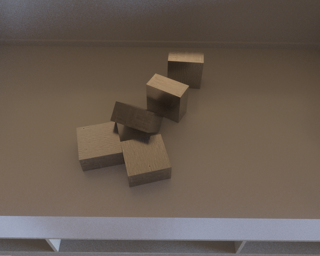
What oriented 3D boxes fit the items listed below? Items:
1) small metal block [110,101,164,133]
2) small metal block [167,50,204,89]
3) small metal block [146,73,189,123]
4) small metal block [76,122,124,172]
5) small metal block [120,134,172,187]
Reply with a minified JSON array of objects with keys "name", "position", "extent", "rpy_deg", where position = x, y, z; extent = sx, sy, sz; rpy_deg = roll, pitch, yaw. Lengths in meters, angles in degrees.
[{"name":"small metal block","position":[-0.028,-0.013,0.397],"extent":[0.050,0.050,0.025],"rpy_deg":[18,94,14]},{"name":"small metal block","position":[0.037,-0.087,0.462],"extent":[0.050,0.050,0.025],"rpy_deg":[4,50,3]},{"name":"small metal block","position":[0.010,-0.040,0.423],"extent":[0.050,0.050,0.025],"rpy_deg":[23,54,18]},{"name":"small metal block","position":[-0.075,0.022,0.386],"extent":[0.050,0.025,0.050],"rpy_deg":[-10,51,-9]},{"name":"small metal block","position":[-0.017,0.039,0.372],"extent":[0.050,0.025,0.050],"rpy_deg":[-11,51,-10]}]
